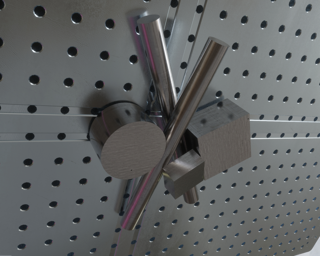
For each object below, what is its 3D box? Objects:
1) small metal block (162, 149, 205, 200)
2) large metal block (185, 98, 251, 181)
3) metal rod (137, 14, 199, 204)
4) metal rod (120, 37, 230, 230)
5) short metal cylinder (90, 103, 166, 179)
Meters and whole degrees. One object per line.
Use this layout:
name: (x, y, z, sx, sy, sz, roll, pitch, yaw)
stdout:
small metal block: (0.033, 0.064, 0.423, 0.050, 0.025, 0.050, -30, 144, -19)
large metal block: (0.081, 0.016, 0.444, 0.081, 0.050, 0.080, -25, 128, -14)
metal rod: (0.020, 0.000, 0.417, 0.025, 0.025, 0.298, -25, 128, -13)
metal rod: (0.007, 0.026, 0.402, 0.025, 0.025, 0.298, 6, 123, -32)
short metal cylinder: (-0.040, 0.016, 0.378, 0.081, 0.050, 0.079, -14, 125, -21)
